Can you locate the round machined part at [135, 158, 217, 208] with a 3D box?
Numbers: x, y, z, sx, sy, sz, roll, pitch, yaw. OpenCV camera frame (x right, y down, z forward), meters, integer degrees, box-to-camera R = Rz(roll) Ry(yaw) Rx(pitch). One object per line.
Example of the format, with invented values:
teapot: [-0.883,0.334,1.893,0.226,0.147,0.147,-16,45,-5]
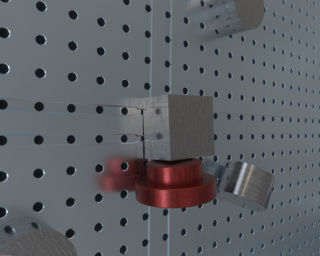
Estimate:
round machined part: [0.019,0.061,0.377,0.099,0.098,0.042,-6,95,-40]

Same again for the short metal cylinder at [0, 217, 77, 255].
short metal cylinder: [-0.125,0.129,0.288,0.081,0.050,0.079,0,90,-40]

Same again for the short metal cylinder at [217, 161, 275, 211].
short metal cylinder: [0.133,0.092,0.485,0.080,0.080,0.050,37,68,-34]

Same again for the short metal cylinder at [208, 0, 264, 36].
short metal cylinder: [0.122,-0.193,0.495,0.081,0.050,0.079,0,90,-40]

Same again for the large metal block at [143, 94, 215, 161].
large metal block: [0.026,-0.001,0.413,0.081,0.050,0.080,-2,90,-40]
